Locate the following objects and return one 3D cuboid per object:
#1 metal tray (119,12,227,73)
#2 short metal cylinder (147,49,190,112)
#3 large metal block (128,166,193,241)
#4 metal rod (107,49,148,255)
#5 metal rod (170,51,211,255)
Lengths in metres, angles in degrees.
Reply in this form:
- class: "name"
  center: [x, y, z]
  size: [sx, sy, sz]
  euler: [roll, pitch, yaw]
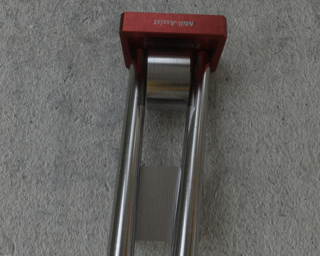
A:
- class: "metal tray"
  center: [0.016, -0.112, 0.416]
  size: [0.131, 0.090, 0.030]
  euler: [2, 70, 0]
- class: "short metal cylinder"
  center: [0.010, -0.062, 0.403]
  size: [0.050, 0.080, 0.080]
  euler: [2, 70, 0]
- class: "large metal block"
  center: [0.003, 0.089, 0.361]
  size: [0.081, 0.050, 0.080]
  euler: [2, 70, 0]
- class: "metal rod"
  center: [-0.033, 0.019, 0.353]
  size: [0.025, 0.025, 0.300]
  euler: [2, 55, 0]
- class: "metal rod"
  center: [0.039, 0.022, 0.352]
  size: [0.025, 0.025, 0.300]
  euler: [8, 55, 2]
